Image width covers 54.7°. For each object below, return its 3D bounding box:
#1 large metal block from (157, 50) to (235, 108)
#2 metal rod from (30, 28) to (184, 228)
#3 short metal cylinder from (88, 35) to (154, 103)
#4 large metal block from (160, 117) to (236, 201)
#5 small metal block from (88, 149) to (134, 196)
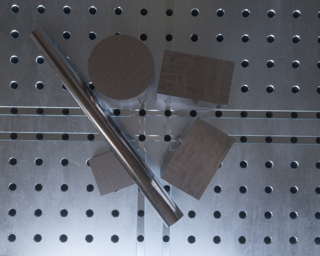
[{"bbox_3d":[0.040,-0.057,0.386,0.080,0.080,0.050,10,90,-1],"label":"large metal block"},{"bbox_3d":[-0.071,-0.006,0.392,0.025,0.025,0.299,-37,83,0],"label":"metal rod"},{"bbox_3d":[-0.047,-0.074,0.400,0.081,0.050,0.079,0,90,-1],"label":"short metal cylinder"},{"bbox_3d":[0.043,0.034,0.387,0.050,0.080,0.080,31,90,-1],"label":"large metal block"},{"bbox_3d":[-0.061,0.056,0.413,0.050,0.025,0.050,-20,90,-1],"label":"small metal block"}]
